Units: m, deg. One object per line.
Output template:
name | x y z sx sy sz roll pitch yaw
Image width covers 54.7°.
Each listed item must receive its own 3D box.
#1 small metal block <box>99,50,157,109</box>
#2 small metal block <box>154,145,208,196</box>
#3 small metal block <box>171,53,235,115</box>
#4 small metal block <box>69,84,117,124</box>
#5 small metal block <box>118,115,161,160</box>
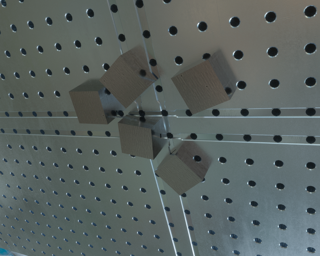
small metal block | -0.041 -0.061 0.393 0.050 0.025 0.050 47 129 -5
small metal block | 0.029 0.059 0.431 0.050 0.025 0.050 44 129 -3
small metal block | 0.049 -0.050 0.354 0.050 0.025 0.050 -22 107 36
small metal block | -0.094 -0.034 0.438 0.050 0.025 0.050 2 120 26
small metal block | -0.028 0.012 0.432 0.050 0.025 0.050 10 123 22
